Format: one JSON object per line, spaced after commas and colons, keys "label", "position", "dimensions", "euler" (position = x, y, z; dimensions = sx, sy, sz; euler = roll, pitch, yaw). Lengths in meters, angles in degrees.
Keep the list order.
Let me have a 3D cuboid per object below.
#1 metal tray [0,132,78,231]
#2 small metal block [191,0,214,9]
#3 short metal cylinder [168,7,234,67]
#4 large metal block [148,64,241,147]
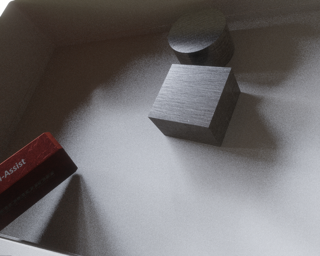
{"label": "metal tray", "position": [-0.173, 0.070, 0.387], "dimensions": [0.131, 0.090, 0.030], "euler": [-39, 72, -17]}
{"label": "small metal block", "position": [0.070, -0.230, 0.512], "dimensions": [0.050, 0.025, 0.050], "euler": [-25, 53, 12]}
{"label": "short metal cylinder", "position": [0.058, -0.120, 0.432], "dimensions": [0.080, 0.050, 0.080], "euler": [-13, 56, 20]}
{"label": "large metal block", "position": [0.044, -0.030, 0.384], "dimensions": [0.080, 0.050, 0.080], "euler": [11, 67, 32]}
